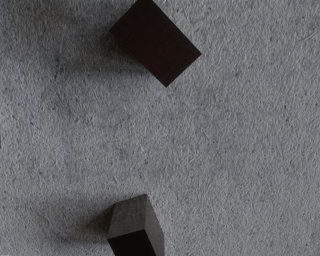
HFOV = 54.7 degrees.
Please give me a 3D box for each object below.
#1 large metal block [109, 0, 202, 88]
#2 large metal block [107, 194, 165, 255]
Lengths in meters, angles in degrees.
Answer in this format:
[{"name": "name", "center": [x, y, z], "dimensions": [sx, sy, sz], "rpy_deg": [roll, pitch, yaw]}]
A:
[{"name": "large metal block", "center": [-0.004, -0.099, 0.344], "dimensions": [0.050, 0.080, 0.080], "rpy_deg": [-43, 105, 14]}, {"name": "large metal block", "center": [-0.030, 0.154, 0.437], "dimensions": [0.050, 0.080, 0.080], "rpy_deg": [-18, 109, 6]}]
